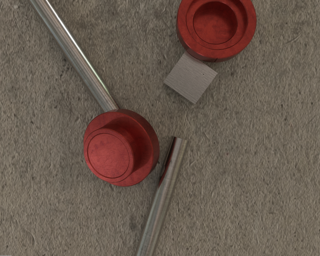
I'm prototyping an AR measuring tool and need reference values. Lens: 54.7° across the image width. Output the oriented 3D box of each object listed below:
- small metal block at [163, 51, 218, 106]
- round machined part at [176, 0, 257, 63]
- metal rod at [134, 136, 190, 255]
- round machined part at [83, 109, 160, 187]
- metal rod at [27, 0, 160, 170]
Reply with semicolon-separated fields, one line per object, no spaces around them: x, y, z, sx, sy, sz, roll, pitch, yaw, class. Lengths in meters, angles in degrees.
0.039;-0.065;0.410;0.050;0.025;0.050;36;90;0;small metal block
0.069;-0.132;0.400;0.099;0.042;0.097;0;87;-2;round machined part
-0.017;0.156;0.409;0.025;0.025;0.298;17;90;0;metal rod
-0.054;0.028;0.382;0.098;0.042;0.097;6;107;21;round machined part
-0.094;-0.071;0.409;0.025;0.025;0.299;-34;90;0;metal rod
